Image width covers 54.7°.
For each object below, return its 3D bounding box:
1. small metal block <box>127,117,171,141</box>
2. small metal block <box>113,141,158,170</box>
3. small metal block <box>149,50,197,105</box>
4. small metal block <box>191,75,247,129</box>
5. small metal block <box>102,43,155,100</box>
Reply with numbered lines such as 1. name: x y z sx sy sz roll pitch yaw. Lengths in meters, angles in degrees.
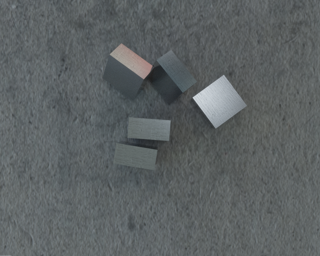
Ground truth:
1. small metal block: -0.013 0.001 0.397 0.050 0.050 0.025 4 90 -1
2. small metal block: -0.030 0.034 0.397 0.050 0.050 0.025 9 90 -1
3. small metal block: 0.013 -0.063 0.395 0.025 0.050 0.050 -39 91 -22
4. small metal block: 0.077 -0.034 0.411 0.050 0.025 0.050 -36 90 0
5. small metal block: -0.041 -0.070 0.394 0.050 0.050 0.025 36 57 -1
